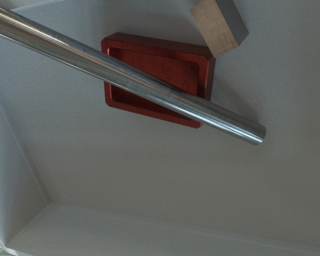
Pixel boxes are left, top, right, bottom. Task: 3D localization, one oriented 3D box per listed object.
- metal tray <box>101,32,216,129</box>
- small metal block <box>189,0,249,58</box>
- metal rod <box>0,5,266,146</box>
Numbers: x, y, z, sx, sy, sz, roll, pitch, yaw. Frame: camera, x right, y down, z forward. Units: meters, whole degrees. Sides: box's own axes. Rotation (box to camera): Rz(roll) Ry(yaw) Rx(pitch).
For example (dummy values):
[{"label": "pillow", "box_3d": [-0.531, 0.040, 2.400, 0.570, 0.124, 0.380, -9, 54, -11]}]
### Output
[{"label": "metal tray", "box_3d": [-0.004, -0.058, 0.370, 0.130, 0.030, 0.089, 15, 125, 19]}, {"label": "small metal block", "box_3d": [0.059, -0.102, 0.298, 0.025, 0.050, 0.050, -22, 107, 36]}, {"label": "metal rod", "box_3d": [-0.022, -0.046, 0.310, 0.302, 0.025, 0.025, 22, 131, -17]}]
